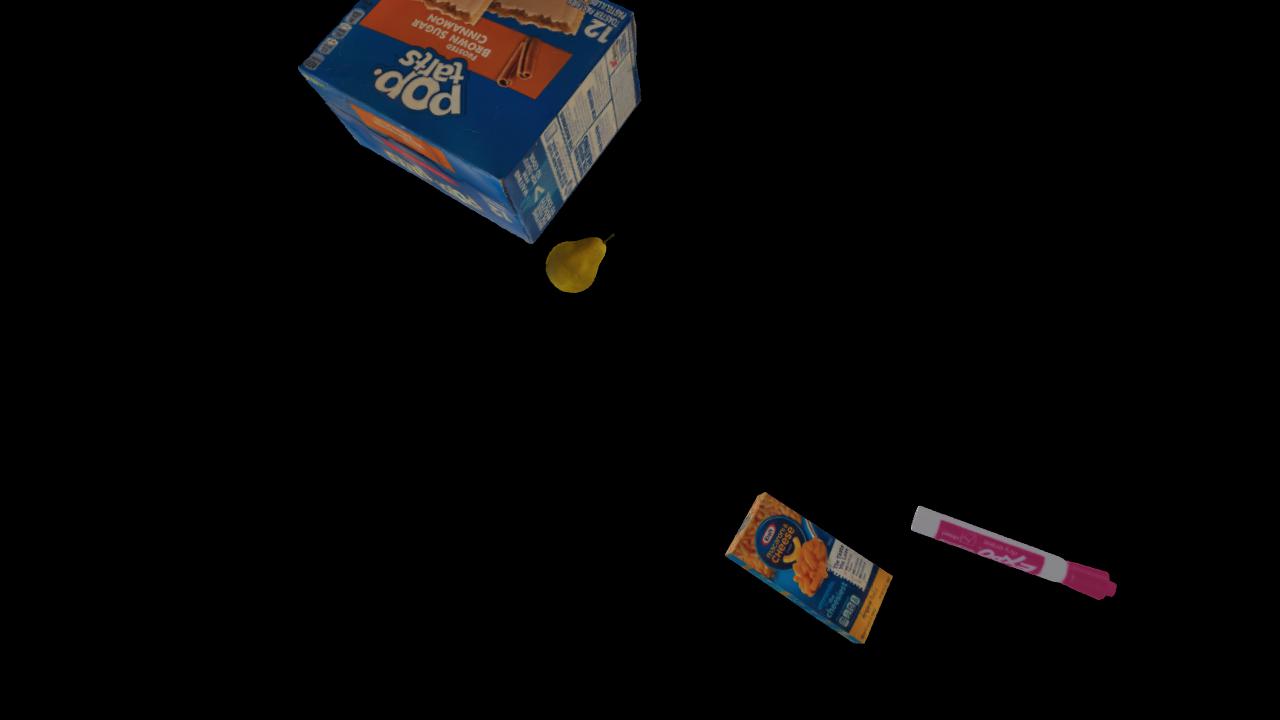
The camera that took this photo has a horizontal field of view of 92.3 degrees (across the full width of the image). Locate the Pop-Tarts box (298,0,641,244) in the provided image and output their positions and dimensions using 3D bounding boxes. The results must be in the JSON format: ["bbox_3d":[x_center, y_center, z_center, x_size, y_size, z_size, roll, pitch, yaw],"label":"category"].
[{"bbox_3d":[-0.106,-0.186,0.415,0.167,0.141,0.083,31,-11,14],"label":"Pop-Tarts box"}]

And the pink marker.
[{"bbox_3d":[0.248,0.129,0.413,0.121,0.020,0.020,18,7,23],"label":"pink marker"}]

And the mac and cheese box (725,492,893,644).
[{"bbox_3d":[0.208,0.254,0.760,0.184,0.093,0.041,32,-21,7],"label":"mac and cheese box"}]

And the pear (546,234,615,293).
[{"bbox_3d":[-0.084,-0.147,0.896,0.111,0.080,0.080,-37,-21,31],"label":"pear"}]
